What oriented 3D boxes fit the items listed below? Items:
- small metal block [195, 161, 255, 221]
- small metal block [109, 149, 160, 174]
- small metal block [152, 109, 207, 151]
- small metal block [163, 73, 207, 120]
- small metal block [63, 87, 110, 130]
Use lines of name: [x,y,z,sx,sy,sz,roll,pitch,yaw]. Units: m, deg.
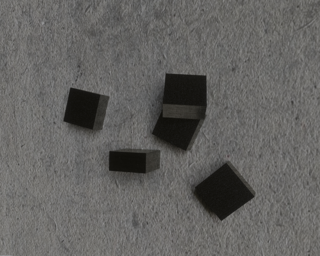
small metal block: [0.080,0.076,0.381,0.050,0.025,0.050,-42,77,15]
small metal block: [-0.032,0.042,0.407,0.050,0.050,0.025,1,91,20]
small metal block: [0.025,-0.005,0.400,0.050,0.025,0.050,26,99,18]
small metal block: [0.030,-0.039,0.378,0.050,0.025,0.050,4,54,2]
small metal block: [-0.106,-0.028,0.446,0.050,0.025,0.050,15,95,19]
